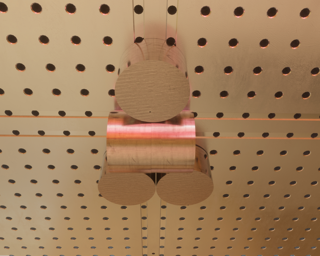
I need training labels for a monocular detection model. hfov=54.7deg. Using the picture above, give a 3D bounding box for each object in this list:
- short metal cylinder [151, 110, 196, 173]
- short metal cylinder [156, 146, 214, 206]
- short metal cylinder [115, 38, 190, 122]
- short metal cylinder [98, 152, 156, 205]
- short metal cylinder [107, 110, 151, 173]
[{"bbox_3d":[0.015,0.017,0.391,0.050,0.080,0.079,0,130,-1],"label":"short metal cylinder"},{"bbox_3d":[0.035,0.069,0.453,0.081,0.050,0.079,0,130,0],"label":"short metal cylinder"},{"bbox_3d":[-0.008,-0.053,0.350,0.081,0.050,0.079,0,130,0],"label":"short metal cylinder"},{"bbox_3d":[-0.046,0.068,0.452,0.081,0.050,0.079,0,130,0],"label":"short metal cylinder"},{"bbox_3d":[-0.036,0.017,0.390,0.050,0.080,0.079,0,130,-1],"label":"short metal cylinder"}]
